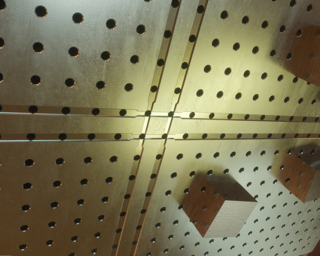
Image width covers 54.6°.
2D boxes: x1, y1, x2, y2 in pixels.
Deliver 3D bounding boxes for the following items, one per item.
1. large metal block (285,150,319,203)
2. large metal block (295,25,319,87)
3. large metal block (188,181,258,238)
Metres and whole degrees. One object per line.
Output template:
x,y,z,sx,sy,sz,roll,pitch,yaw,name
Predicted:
0.310,0.095,0.622,0.081,0.050,0.079,-10,123,-23,large metal block
0.259,-0.101,0.454,0.050,0.080,0.079,-7,122,-25,large metal block
0.110,0.143,0.542,0.081,0.050,0.080,12,112,-33,large metal block
